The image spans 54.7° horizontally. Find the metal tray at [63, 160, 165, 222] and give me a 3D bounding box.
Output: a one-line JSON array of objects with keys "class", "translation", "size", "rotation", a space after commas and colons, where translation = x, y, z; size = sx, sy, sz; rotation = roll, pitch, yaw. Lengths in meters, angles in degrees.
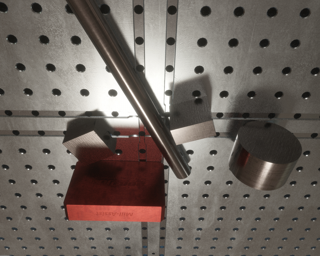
[{"class": "metal tray", "translation": [-0.059, 0.087, 0.440], "size": [0.131, 0.090, 0.030], "rotation": [2, 124, -2]}]

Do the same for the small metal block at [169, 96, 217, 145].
[{"class": "small metal block", "translation": [0.040, -0.010, 0.387], "size": [0.050, 0.050, 0.025], "rotation": [-14, 129, 11]}]

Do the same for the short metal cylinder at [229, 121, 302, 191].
[{"class": "short metal cylinder", "translation": [0.136, 0.035, 0.408], "size": [0.081, 0.080, 0.050], "rotation": [4, 130, -4]}]

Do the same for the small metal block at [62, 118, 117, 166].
[{"class": "small metal block", "translation": [-0.096, 0.021, 0.428], "size": [0.050, 0.025, 0.050], "rotation": [-22, 127, 17]}]

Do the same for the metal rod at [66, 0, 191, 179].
[{"class": "metal rod", "translation": [-0.025, -0.036, 0.380], "size": [0.025, 0.025, 0.299], "rotation": [-19, 128, 15]}]
